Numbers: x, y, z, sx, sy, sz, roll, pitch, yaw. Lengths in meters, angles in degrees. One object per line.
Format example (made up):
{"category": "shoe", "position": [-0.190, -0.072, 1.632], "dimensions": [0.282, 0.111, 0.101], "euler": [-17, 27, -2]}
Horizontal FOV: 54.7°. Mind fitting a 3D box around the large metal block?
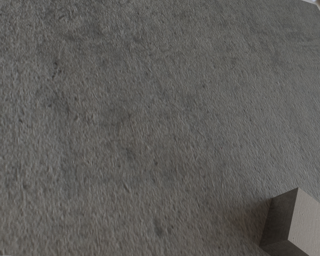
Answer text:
{"category": "large metal block", "position": [0.187, 0.139, 0.406], "dimensions": [0.080, 0.050, 0.080], "euler": [37, 51, -4]}
